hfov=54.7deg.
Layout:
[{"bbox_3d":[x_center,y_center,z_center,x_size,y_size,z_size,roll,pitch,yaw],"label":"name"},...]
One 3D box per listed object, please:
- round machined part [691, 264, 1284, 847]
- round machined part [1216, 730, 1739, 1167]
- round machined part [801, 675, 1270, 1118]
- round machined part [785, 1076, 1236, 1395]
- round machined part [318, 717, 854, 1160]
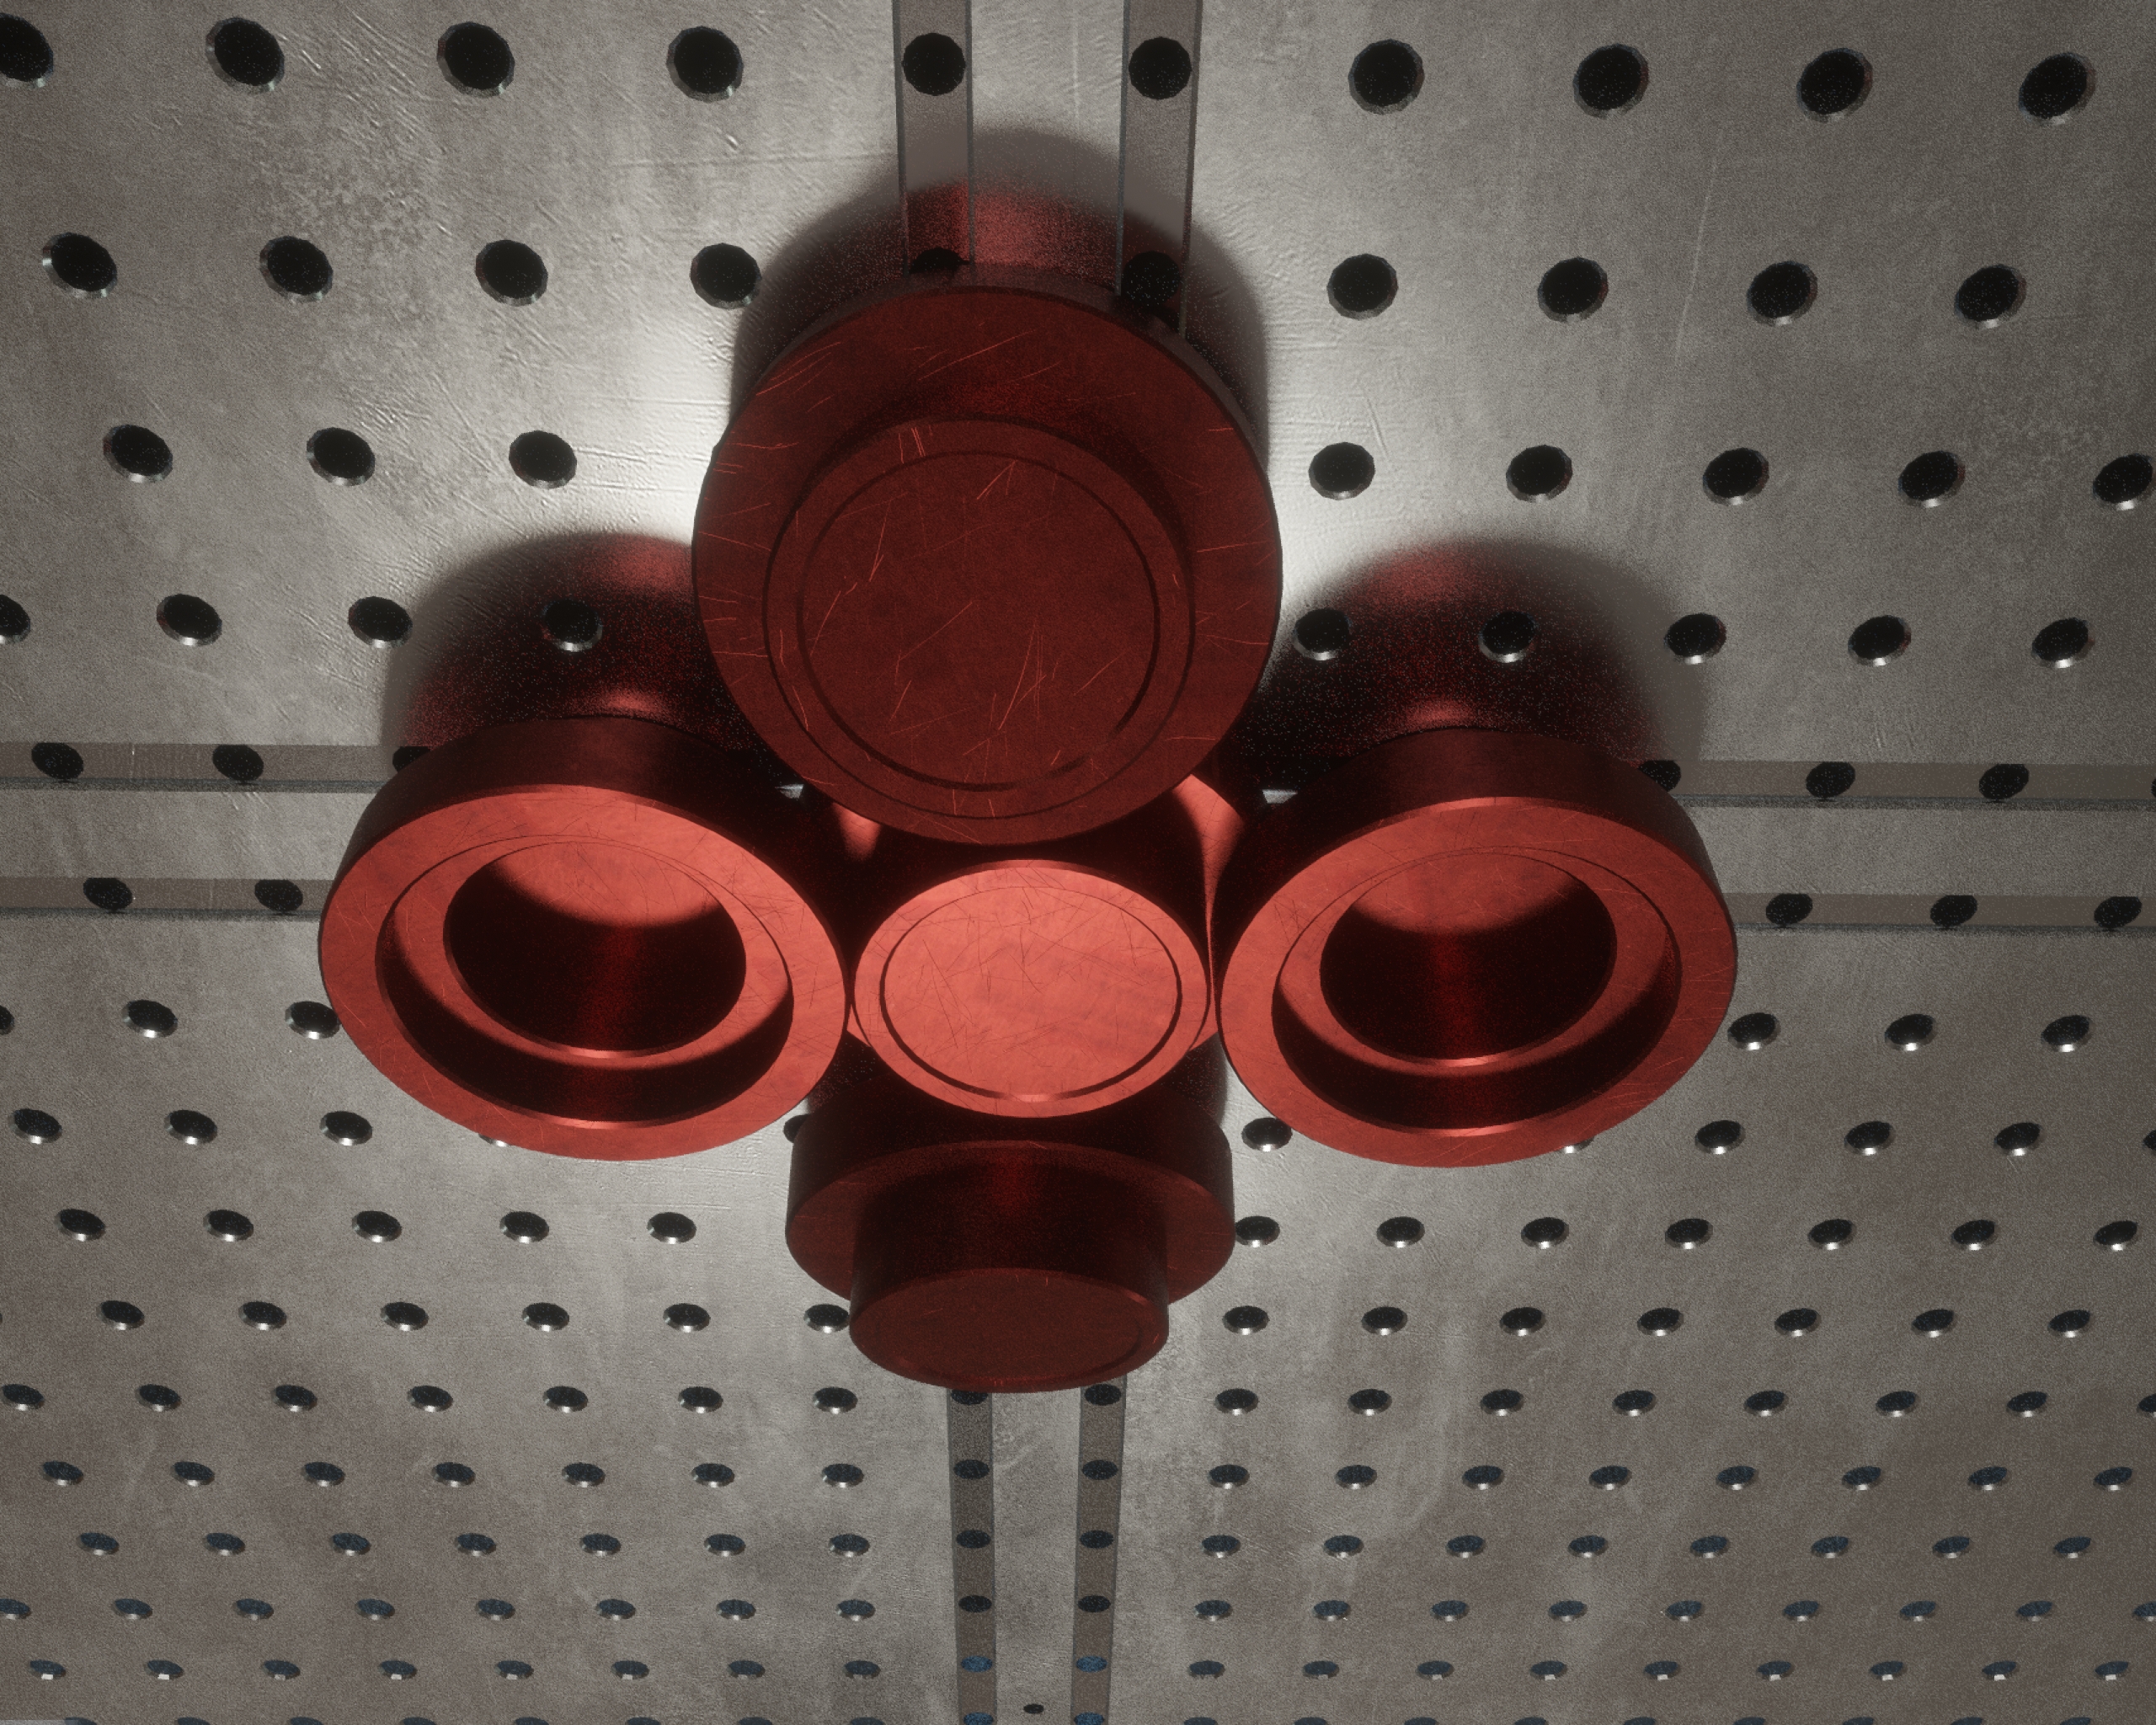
[{"bbox_3d":[-0.015,-0.046,0.346,0.099,0.042,0.097,0,116,1],"label":"round machined part"},{"bbox_3d":[0.075,0.012,0.412,0.099,0.042,0.097,-1,130,0],"label":"round machined part"},{"bbox_3d":[-0.009,0.012,0.410,0.099,0.042,0.097,-1,130,0],"label":"round machined part"},{"bbox_3d":[-0.015,0.085,0.457,0.099,0.042,0.098,0,145,0],"label":"round machined part"},{"bbox_3d":[-0.092,0.011,0.408,0.099,0.042,0.097,-1,130,0],"label":"round machined part"}]
